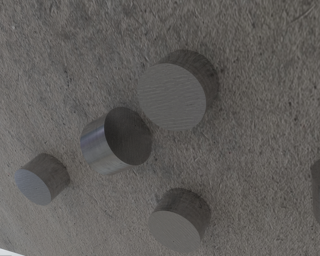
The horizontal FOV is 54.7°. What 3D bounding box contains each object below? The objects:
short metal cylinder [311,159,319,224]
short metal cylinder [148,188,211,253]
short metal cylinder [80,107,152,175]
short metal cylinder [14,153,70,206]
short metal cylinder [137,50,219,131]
[{"bbox_3d":[0.196,0.066,0.308,0.080,0.080,0.050,-1,118,28],"label":"short metal cylinder"},{"bbox_3d":[0.029,0.136,0.460,0.080,0.050,0.079,13,124,21],"label":"short metal cylinder"},{"bbox_3d":[-0.057,0.018,0.413,0.050,0.080,0.080,-26,105,37],"label":"short metal cylinder"},{"bbox_3d":[-0.212,0.093,0.560,0.080,0.050,0.079,13,124,21],"label":"short metal cylinder"},{"bbox_3d":[0.021,-0.043,0.353,0.080,0.050,0.079,13,124,21],"label":"short metal cylinder"}]
